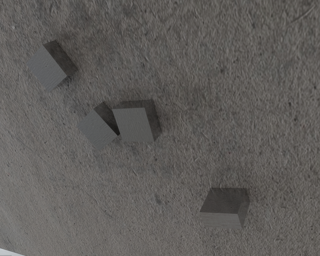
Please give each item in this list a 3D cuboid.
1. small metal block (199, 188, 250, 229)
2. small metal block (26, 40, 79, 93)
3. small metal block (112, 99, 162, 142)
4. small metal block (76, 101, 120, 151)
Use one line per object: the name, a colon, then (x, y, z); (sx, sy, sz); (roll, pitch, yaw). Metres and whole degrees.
small metal block: (0.087, 0.105, 0.410); (0.050, 0.050, 0.025); (-7, 115, 31)
small metal block: (-0.151, -0.086, 0.433); (0.050, 0.025, 0.050); (-29, 103, 37)
small metal block: (-0.030, -0.009, 0.417); (0.050, 0.025, 0.050); (-1, 118, 28)
small metal block: (-0.085, -0.002, 0.451); (0.050, 0.025, 0.050); (49, 129, -7)
